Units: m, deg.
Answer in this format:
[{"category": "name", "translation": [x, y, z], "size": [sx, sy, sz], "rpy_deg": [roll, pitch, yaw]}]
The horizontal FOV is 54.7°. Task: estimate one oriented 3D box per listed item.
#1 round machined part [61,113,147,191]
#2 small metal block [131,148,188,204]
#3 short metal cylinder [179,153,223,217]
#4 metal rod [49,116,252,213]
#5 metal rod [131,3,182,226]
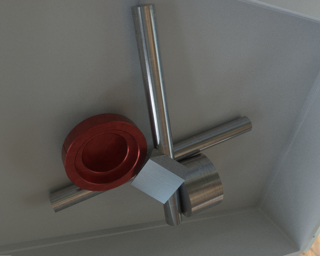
[{"category": "round machined part", "translation": [-0.069, 0.025, 0.375], "size": [0.099, 0.042, 0.097], "rpy_deg": [-14, 125, -21]}, {"category": "small metal block", "translation": [-0.001, 0.061, 0.392], "size": [0.050, 0.025, 0.050], "rpy_deg": [32, 121, -5]}, {"category": "short metal cylinder", "translation": [0.048, 0.082, 0.450], "size": [0.050, 0.080, 0.079], "rpy_deg": [-18, 126, -18]}, {"category": "metal rod", "translation": [-0.001, 0.044, 0.435], "size": [0.302, 0.025, 0.025], "rpy_deg": [-21, 127, -17]}, {"category": "metal rod", "translation": [0.002, 0.004, 0.389], "size": [0.025, 0.025, 0.298], "rpy_deg": [-18, 119, -18]}]
